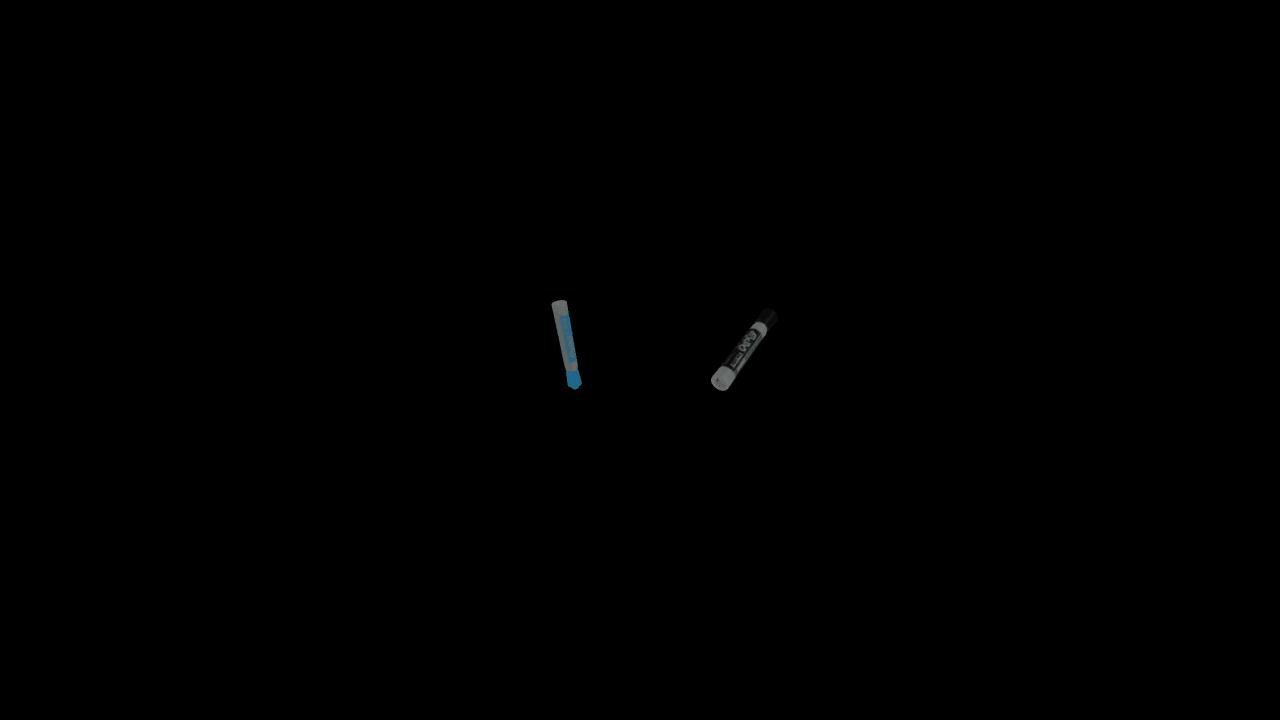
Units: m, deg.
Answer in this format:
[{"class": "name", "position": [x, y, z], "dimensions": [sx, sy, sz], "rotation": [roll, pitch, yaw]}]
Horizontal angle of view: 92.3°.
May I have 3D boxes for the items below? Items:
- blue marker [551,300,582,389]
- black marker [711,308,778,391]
[{"class": "blue marker", "position": [-0.092, -0.016, 0.776], "dimensions": [0.020, 0.121, 0.020], "rotation": [-6, 27, 3]}, {"class": "black marker", "position": [0.107, -0.014, 0.616], "dimensions": [0.020, 0.020, 0.121], "rotation": [0, 37, 42]}]
